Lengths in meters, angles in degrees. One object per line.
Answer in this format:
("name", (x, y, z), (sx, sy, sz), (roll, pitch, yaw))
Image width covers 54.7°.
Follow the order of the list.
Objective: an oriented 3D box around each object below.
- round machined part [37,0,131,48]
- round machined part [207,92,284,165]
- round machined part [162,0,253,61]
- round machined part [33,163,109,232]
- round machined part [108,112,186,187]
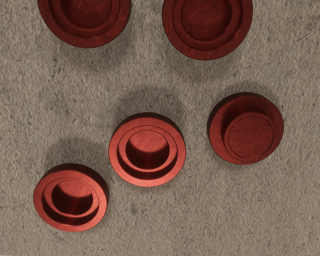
("round machined part", (-0.081, -0.141, 0.347), (0.099, 0.042, 0.097), (0, 110, -1))
("round machined part", (0.113, 0.005, 0.404), (0.099, 0.042, 0.097), (0, 110, -1))
("round machined part", (0.051, -0.129, 0.354), (0.099, 0.042, 0.097), (0, 110, -1))
("round machined part", (-0.120, 0.092, 0.433), (0.099, 0.042, 0.097), (0, 110, -1))
("round machined part", (-0.016, 0.025, 0.410), (0.099, 0.042, 0.097), (0, 110, -1))
